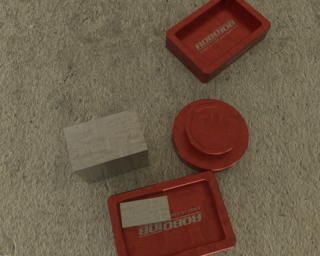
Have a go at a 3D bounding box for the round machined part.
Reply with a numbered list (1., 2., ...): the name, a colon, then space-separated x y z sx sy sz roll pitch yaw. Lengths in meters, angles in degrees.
1. round machined part: 0.065 0.006 0.398 0.099 0.042 0.098 0 70 -1

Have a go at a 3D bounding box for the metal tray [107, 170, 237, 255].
1. metal tray: 0.012 0.110 0.365 0.131 0.030 0.090 -14 71 -6

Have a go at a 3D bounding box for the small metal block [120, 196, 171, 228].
1. small metal block: -0.016 0.095 0.346 0.050 0.050 0.025 -8 70 -4

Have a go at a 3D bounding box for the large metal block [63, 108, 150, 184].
1. large metal block: -0.059 0.025 0.369 0.081 0.080 0.050 -16 71 -6

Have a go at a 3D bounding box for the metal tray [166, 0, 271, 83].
1. metal tray: 0.084 -0.137 0.456 0.130 0.030 0.090 -38 75 -13
